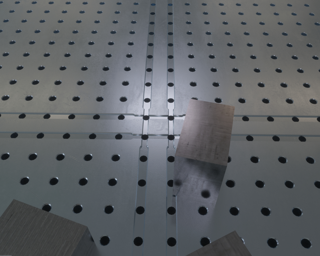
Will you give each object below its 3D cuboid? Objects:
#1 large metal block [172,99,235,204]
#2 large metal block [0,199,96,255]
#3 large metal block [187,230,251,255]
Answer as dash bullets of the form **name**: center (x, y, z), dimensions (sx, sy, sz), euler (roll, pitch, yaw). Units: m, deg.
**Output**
- **large metal block**: center (0.048, 0.027, 0.350), dimensions (0.050, 0.080, 0.080), euler (11, 51, 9)
- **large metal block**: center (-0.118, 0.124, 0.287), dimensions (0.080, 0.050, 0.080), euler (16, 52, 13)
- **large metal block**: center (0.036, 0.139, 0.256), dimensions (0.081, 0.080, 0.050), euler (-20, 53, -16)
